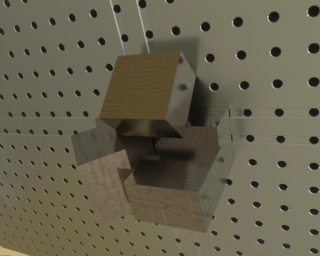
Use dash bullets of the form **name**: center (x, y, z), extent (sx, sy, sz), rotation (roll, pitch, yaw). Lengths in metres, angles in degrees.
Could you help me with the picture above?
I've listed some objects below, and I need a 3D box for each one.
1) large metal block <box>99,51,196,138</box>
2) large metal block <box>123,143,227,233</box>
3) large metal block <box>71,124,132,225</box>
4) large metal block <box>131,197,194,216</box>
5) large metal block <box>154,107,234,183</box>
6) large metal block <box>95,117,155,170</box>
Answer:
- **large metal block**: center (-0.012, -0.036, 0.350), extent (0.080, 0.080, 0.050), rotation (2, 158, 27)
- **large metal block**: center (0.020, 0.059, 0.337), extent (0.080, 0.080, 0.050), rotation (2, 119, 27)
- **large metal block**: center (-0.064, 0.050, 0.366), extent (0.050, 0.080, 0.080), rotation (-20, 117, -13)
- **large metal block**: center (0.017, 0.100, 0.422), extent (0.080, 0.050, 0.080), rotation (2, 164, 27)
- **large metal block**: center (0.043, 0.020, 0.385), extent (0.080, 0.050, 0.080), rotation (3, 120, 27)
- **large metal block**: center (-0.033, 0.016, 0.423), extent (0.080, 0.050, 0.080), rotation (7, 122, 25)
